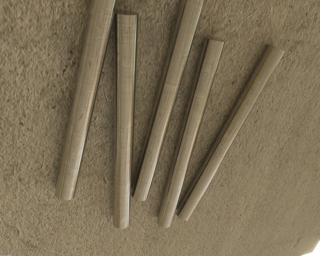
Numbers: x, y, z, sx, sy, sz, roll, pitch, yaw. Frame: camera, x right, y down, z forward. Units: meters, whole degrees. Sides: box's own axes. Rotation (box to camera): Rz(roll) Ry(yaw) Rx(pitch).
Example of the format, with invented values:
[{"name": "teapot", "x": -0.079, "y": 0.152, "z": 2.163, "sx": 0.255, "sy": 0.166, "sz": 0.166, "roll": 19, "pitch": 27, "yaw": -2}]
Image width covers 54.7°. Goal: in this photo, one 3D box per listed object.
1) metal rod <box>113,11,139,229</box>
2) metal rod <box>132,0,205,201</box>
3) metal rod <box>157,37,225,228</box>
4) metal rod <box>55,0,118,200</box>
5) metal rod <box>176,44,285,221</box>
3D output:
[{"name": "metal rod", "x": -0.046, "y": 0.012, "z": 0.388, "sx": 0.025, "sy": 0.025, "sz": 0.298, "roll": -9, "pitch": 123, "yaw": -24}, {"name": "metal rod", "x": 0.007, "y": -0.033, "z": 0.389, "sx": 0.025, "sy": 0.025, "sz": 0.298, "roll": 1, "pitch": 118, "yaw": -29}, {"name": "metal rod", "x": 0.037, "y": 0.023, "z": 0.440, "sx": 0.025, "sy": 0.025, "sz": 0.298, "roll": -2, "pitch": 119, "yaw": -28}, {"name": "metal rod", "x": -0.079, "y": -0.047, "z": 0.334, "sx": 0.025, "sy": 0.025, "sz": 0.298, "roll": 3, "pitch": 117, "yaw": -30}, {"name": "metal rod", "x": 0.099, "y": 0.018, "z": 0.471, "sx": 0.025, "sy": 0.025, "sz": 0.298, "roll": 13, "pitch": 112, "yaw": -34}]
